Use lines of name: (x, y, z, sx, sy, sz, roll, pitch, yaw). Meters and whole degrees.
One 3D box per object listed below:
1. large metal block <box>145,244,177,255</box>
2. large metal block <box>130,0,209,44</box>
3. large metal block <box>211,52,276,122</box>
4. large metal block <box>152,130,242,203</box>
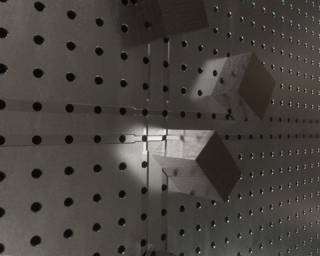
large metal block: (0.003, 0.214, 0.398, 0.080, 0.050, 0.080, -48, 119, -29)
large metal block: (0.011, -0.161, 0.404, 0.081, 0.050, 0.080, -25, 106, -38)
large metal block: (0.140, -0.066, 0.513, 0.080, 0.050, 0.080, 39, 66, -34)
large metal block: (0.050, 0.049, 0.417, 0.050, 0.080, 0.080, -51, 120, -28)
